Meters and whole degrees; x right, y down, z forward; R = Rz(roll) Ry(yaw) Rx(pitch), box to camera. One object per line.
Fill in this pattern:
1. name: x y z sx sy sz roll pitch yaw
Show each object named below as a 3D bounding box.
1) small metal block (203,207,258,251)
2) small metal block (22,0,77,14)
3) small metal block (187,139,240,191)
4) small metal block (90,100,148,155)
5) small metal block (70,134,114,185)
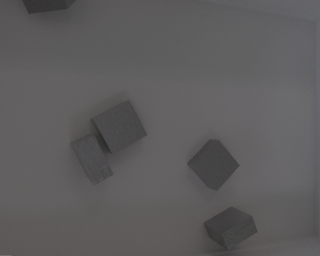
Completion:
1. small metal block: 0.098 0.139 0.433 0.050 0.050 0.025 -24 98 -18
2. small metal block: -0.128 -0.157 0.338 0.025 0.050 0.050 -73 156 -45
3. small metal block: 0.076 0.052 0.438 0.050 0.025 0.050 -45 104 -14
4. small metal block: -0.052 -0.001 0.391 0.050 0.025 0.050 -30 100 -18
5. small metal block: -0.082 0.036 0.367 0.025 0.050 0.050 -28 99 -18
